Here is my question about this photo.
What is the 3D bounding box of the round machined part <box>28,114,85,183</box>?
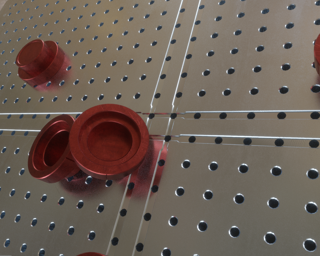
[{"bbox_3d":[-0.139,0.033,0.445,0.098,0.042,0.098,-20,53,29],"label":"round machined part"}]

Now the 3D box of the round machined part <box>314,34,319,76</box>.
[{"bbox_3d":[0.219,-0.075,0.329,0.098,0.042,0.098,-13,56,21],"label":"round machined part"}]

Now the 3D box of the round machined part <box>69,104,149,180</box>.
[{"bbox_3d":[-0.065,0.021,0.401,0.099,0.042,0.098,4,62,-7],"label":"round machined part"}]

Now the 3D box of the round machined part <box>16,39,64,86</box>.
[{"bbox_3d":[-0.241,-0.135,0.609,0.098,0.042,0.098,-13,56,21],"label":"round machined part"}]

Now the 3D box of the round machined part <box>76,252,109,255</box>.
[{"bbox_3d":[-0.068,0.184,0.321,0.098,0.042,0.098,-13,56,21],"label":"round machined part"}]
